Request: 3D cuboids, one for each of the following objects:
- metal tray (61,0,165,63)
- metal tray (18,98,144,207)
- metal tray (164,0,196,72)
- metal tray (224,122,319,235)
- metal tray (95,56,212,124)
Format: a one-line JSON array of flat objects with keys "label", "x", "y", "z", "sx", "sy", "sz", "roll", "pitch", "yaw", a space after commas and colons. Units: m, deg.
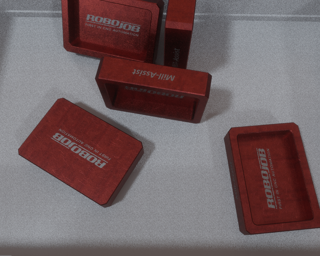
[{"label": "metal tray", "x": -0.066, "y": -0.140, "z": 0.424, "sx": 0.131, "sy": 0.089, "sz": 0.030, "roll": 13, "pitch": 36, "yaw": 4}, {"label": "metal tray", "x": -0.098, "y": 0.030, "z": 0.395, "sx": 0.130, "sy": 0.030, "sz": 0.090, "roll": 29, "pitch": 72, "yaw": 9}, {"label": "metal tray", "x": 0.025, "y": -0.127, "z": 0.401, "sx": 0.030, "sy": 0.130, "sz": 0.090, "roll": 7, "pitch": 70, "yaw": 2}, {"label": "metal tray", "x": 0.137, "y": 0.061, "z": 0.386, "sx": 0.091, "sy": 0.030, "sz": 0.129, "roll": -5, "pitch": 70, "yaw": -2}, {"label": "metal tray", "x": -0.007, "y": -0.045, "z": 0.391, "sx": 0.131, "sy": 0.090, "sz": 0.030, "roll": 10, "pitch": 71, "yaw": 3}]
